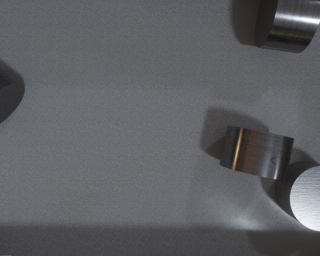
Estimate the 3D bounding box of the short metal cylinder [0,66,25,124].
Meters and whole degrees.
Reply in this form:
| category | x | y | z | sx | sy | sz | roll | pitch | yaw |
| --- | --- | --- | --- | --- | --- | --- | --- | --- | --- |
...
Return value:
| category | x | y | z | sx | sy | sz | roll | pitch | yaw |
| --- | --- | --- | --- | --- | --- | --- | --- | --- | --- |
| short metal cylinder | -0.217 | -0.040 | 0.382 | 0.050 | 0.080 | 0.080 | 39 | 90 | 0 |

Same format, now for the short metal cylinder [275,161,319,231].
| category | x | y | z | sx | sy | sz | roll | pitch | yaw |
| --- | --- | --- | --- | --- | --- | --- | --- | --- | --- |
| short metal cylinder | 0.198 | 0.085 | 0.400 | 0.081 | 0.050 | 0.080 | 0 | 90 | 0 |

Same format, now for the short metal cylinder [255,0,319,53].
| category | x | y | z | sx | sy | sz | roll | pitch | yaw |
| --- | --- | --- | --- | --- | --- | --- | --- | --- | --- |
| short metal cylinder | 0.156 | -0.137 | 0.385 | 0.050 | 0.080 | 0.080 | 8 | 90 | 0 |

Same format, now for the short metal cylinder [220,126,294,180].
| category | x | y | z | sx | sy | sz | roll | pitch | yaw |
| --- | --- | --- | --- | --- | --- | --- | --- | --- | --- |
| short metal cylinder | 0.119 | 0.030 | 0.385 | 0.080 | 0.080 | 0.050 | 12 | 90 | 0 |
